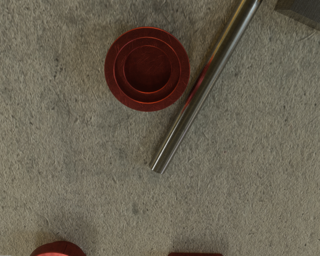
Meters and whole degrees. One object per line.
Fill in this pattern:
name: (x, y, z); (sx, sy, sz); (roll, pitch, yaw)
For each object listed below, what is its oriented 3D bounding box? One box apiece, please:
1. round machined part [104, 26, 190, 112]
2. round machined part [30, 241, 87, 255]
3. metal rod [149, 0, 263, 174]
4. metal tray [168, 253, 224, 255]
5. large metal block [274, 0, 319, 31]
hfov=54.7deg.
round machined part: (-0.014, -0.072, 0.374); (0.099, 0.042, 0.097); (0, 110, 0)
round machined part: (-0.154, 0.215, 0.479); (0.099, 0.042, 0.097); (0, 110, 0)
metal rod: (0.063, -0.069, 0.384); (0.025, 0.025, 0.298); (25, 108, -9)
metal tray: (0.056, 0.266, 0.505); (0.091, 0.030, 0.129); (2, 110, -1)
large metal block: (0.189, -0.153, 0.342); (0.080, 0.050, 0.079); (21, 109, -8)
